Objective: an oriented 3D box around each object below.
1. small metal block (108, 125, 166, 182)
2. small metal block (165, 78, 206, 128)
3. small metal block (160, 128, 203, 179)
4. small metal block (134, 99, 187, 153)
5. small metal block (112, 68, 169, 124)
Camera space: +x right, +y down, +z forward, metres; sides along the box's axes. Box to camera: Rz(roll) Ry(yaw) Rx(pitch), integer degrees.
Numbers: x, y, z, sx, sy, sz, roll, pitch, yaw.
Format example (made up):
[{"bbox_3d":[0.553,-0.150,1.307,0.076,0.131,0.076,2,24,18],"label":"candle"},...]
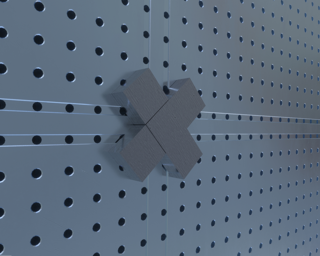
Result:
[{"bbox_3d":[-0.027,0.031,0.388,0.050,0.025,0.050,-49,119,-29],"label":"small metal block"},{"bbox_3d":[0.031,-0.035,0.437,0.050,0.025,0.050,-49,119,-29],"label":"small metal block"},{"bbox_3d":[0.027,0.035,0.434,0.050,0.025,0.050,-49,119,-29],"label":"small metal block"},{"bbox_3d":[0.002,-0.002,0.412,0.050,0.025,0.050,-49,119,-29],"label":"small metal block"},{"bbox_3d":[-0.024,-0.040,0.391,0.050,0.025,0.050,-49,119,-29],"label":"small metal block"}]
